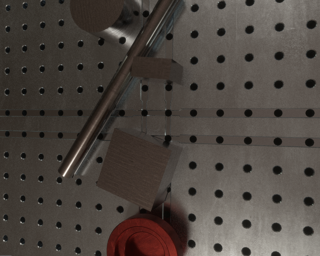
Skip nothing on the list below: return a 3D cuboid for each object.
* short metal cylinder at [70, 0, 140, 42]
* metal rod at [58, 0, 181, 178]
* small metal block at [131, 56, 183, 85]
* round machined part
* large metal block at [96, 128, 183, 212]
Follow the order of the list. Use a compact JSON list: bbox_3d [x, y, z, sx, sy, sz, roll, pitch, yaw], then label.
[{"bbox_3d":[-0.074,-0.164,0.424,0.080,0.050,0.079,0,90,19],"label":"short metal cylinder"},{"bbox_3d":[-0.060,-0.056,0.432,0.025,0.025,0.299,36,101,16],"label":"metal rod"},{"bbox_3d":[-0.003,-0.073,0.399,0.050,0.050,0.025,8,93,19],"label":"small metal block"},{"bbox_3d":[-0.017,0.162,0.409,0.098,0.042,0.097,0,90,19],"label":"round machined part"},{"bbox_3d":[-0.026,0.051,0.408,0.080,0.050,0.080,21,97,18],"label":"large metal block"}]
